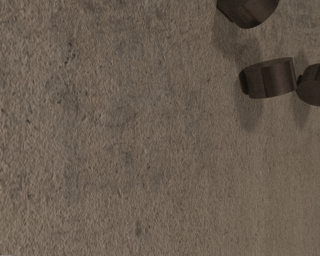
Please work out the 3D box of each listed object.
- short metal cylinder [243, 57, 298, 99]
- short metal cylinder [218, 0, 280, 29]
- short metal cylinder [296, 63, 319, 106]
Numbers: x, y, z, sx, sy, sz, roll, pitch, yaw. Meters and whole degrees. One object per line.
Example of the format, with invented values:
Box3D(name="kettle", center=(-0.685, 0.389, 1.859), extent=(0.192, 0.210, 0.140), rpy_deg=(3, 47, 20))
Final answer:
Box3D(name="short metal cylinder", center=(0.188, -0.086, 0.530), extent=(0.081, 0.080, 0.050), rpy_deg=(-27, 107, -37))
Box3D(name="short metal cylinder", center=(0.139, -0.205, 0.488), extent=(0.050, 0.080, 0.080), rpy_deg=(27, 73, -37))
Box3D(name="short metal cylinder", center=(0.340, -0.091, 0.658), extent=(0.080, 0.080, 0.050), rpy_deg=(46, 62, -31))
